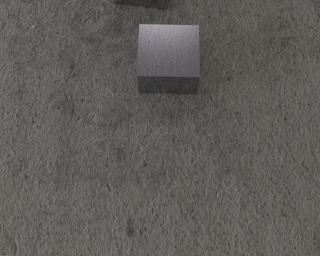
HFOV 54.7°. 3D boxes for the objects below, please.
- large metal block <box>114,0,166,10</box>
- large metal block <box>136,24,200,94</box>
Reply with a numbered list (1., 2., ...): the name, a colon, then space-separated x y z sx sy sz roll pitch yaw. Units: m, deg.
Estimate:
1. large metal block: -0.026 -0.238 0.481 0.080 0.050 0.080 8 70 3
2. large metal block: 0.011 -0.094 0.429 0.080 0.050 0.080 1 70 0
